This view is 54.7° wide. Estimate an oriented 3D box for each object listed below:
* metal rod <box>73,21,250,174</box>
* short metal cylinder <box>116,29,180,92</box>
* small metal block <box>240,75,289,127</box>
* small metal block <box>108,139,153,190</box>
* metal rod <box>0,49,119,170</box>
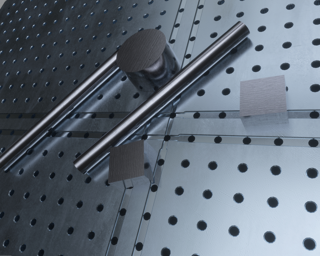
[{"bbox_3d":[0.002,-0.042,0.432,0.300,0.025,0.025,-40,51,0],"label":"metal rod"},{"bbox_3d":[-0.018,-0.100,0.463,0.080,0.050,0.080,-13,56,21],"label":"short metal cylinder"},{"bbox_3d":[0.122,-0.031,0.363,0.050,0.025,0.050,-6,59,25],"label":"small metal block"},{"bbox_3d":[-0.037,0.047,0.399,0.050,0.025,0.050,-15,55,19],"label":"small metal block"},{"bbox_3d":[-0.150,-0.041,0.511,0.300,0.025,0.025,-42,51,-1],"label":"metal rod"}]
